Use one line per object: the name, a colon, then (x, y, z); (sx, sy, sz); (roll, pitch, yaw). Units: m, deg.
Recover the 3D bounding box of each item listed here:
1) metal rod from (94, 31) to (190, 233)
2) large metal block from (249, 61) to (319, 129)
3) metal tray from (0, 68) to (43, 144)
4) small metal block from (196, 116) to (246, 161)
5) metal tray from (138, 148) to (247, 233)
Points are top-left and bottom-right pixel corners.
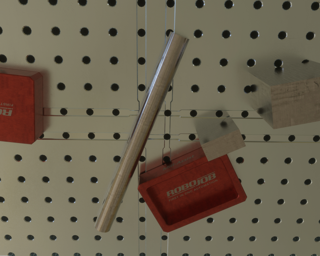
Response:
metal rod: (-0.031, 0.019, 0.419); (0.025, 0.025, 0.298); (20, 109, -8)
large metal block: (0.161, -0.043, 0.371); (0.080, 0.080, 0.050); (-11, 110, 3)
metal tray: (-0.221, -0.032, 0.396); (0.131, 0.030, 0.089); (6, 110, -3)
small metal block: (0.078, 0.013, 0.406); (0.050, 0.050, 0.025); (-23, 109, 8)
metal tray: (0.045, 0.085, 0.442); (0.130, 0.030, 0.090); (-25, 109, 8)
